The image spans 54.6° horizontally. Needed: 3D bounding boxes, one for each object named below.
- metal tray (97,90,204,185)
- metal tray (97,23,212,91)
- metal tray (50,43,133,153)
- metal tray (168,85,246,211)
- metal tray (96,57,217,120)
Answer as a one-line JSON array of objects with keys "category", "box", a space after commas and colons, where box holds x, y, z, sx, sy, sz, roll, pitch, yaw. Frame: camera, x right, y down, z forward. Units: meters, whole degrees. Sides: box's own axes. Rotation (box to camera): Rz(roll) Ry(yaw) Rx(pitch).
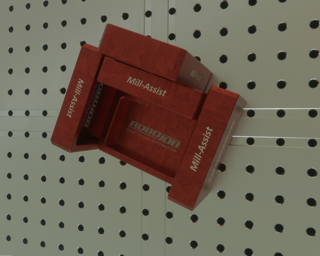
[{"category": "metal tray", "box": [-0.010, 0.011, 0.413, 0.130, 0.030, 0.090, 23, 98, 18]}, {"category": "metal tray", "box": [0.001, -0.075, 0.356, 0.090, 0.130, 0.030, 24, 99, 18]}, {"category": "metal tray", "box": [-0.085, -0.035, 0.408, 0.030, 0.090, 0.129, 23, 98, 18]}, {"category": "metal tray", "box": [0.057, 0.021, 0.357, 0.030, 0.090, 0.129, 23, 98, 18]}, {"category": "metal tray", "box": [0.001, -0.046, 0.378, 0.130, 0.090, 0.030, 23, 98, 18]}]
